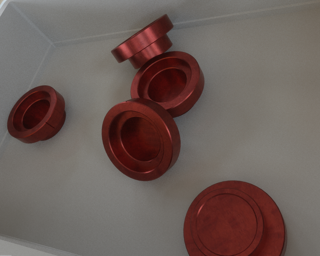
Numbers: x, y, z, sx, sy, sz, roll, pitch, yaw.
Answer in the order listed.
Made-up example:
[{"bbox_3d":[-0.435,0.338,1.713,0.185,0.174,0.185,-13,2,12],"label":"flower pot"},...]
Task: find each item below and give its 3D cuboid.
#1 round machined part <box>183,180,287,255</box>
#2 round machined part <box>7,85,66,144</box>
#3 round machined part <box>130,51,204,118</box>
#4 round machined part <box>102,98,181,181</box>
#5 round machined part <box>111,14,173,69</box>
[{"bbox_3d":[0.068,0.097,0.299,0.098,0.042,0.098,-13,56,20],"label":"round machined part"},{"bbox_3d":[-0.195,-0.018,0.505,0.098,0.042,0.098,-13,56,20],"label":"round machined part"},{"bbox_3d":[0.013,-0.053,0.419,0.098,0.042,0.098,-13,56,20],"label":"round machined part"},{"bbox_3d":[-0.019,0.011,0.375,0.098,0.042,0.097,10,111,27],"label":"round machined part"},{"bbox_3d":[-0.021,-0.124,0.461,0.098,0.042,0.098,-31,18,12],"label":"round machined part"}]
